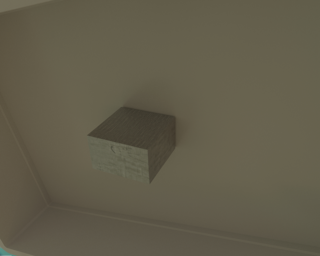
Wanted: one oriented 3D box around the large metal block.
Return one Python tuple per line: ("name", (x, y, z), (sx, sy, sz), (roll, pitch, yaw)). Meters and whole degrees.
("large metal block", (-0.033, 0.019, 0.397), (0.080, 0.080, 0.050), (12, 123, 21))
